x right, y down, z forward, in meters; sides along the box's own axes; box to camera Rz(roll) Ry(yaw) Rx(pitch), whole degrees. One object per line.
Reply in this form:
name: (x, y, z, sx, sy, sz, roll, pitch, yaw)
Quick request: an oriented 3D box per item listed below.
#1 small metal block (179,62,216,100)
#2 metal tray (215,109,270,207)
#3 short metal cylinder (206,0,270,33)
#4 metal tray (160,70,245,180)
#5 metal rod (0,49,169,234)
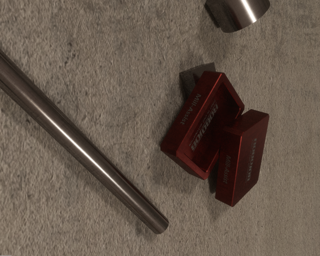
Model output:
small metal block: (0.060, -0.065, 0.458, 0.050, 0.025, 0.050, -27, 107, -37)
metal tray: (0.127, 0.045, 0.477, 0.091, 0.030, 0.129, -27, 127, -43)
short metal cylinder: (0.118, -0.191, 0.470, 0.050, 0.080, 0.080, 50, 60, -29)
metal tray: (0.064, -0.003, 0.433, 0.090, 0.030, 0.130, 43, 72, -44)
metal rod: (-0.082, 0.026, 0.337, 0.300, 0.025, 0.025, 51, 60, -28)
